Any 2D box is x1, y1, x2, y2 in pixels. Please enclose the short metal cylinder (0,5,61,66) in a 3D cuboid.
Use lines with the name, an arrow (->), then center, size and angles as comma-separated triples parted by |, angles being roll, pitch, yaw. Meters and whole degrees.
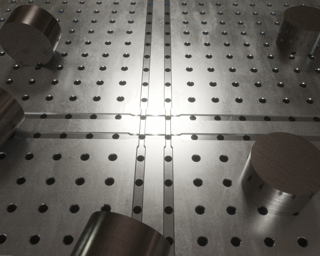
short metal cylinder -> -0.204, -0.146, 0.492 | 0.081, 0.080, 0.050 | 2, 50, 1

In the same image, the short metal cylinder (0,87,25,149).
short metal cylinder -> -0.218, -0.015, 0.382 | 0.080, 0.080, 0.050 | 14, 52, 11

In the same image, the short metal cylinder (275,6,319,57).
short metal cylinder -> 0.248, -0.168, 0.536 | 0.081, 0.050, 0.080 | 0, 50, 0

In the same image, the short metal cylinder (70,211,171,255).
short metal cylinder -> -0.036, 0.117, 0.273 | 0.080, 0.080, 0.050 | 15, 52, 12

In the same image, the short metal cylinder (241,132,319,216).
short metal cylinder -> 0.138, 0.051, 0.350 | 0.081, 0.050, 0.080 | 0, 50, 0
